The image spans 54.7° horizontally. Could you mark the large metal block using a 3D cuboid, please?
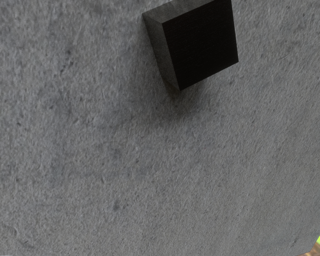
[{"bbox_3d":[0.036,-0.101,0.350,0.080,0.050,0.080,-28,128,-11],"label":"large metal block"}]
